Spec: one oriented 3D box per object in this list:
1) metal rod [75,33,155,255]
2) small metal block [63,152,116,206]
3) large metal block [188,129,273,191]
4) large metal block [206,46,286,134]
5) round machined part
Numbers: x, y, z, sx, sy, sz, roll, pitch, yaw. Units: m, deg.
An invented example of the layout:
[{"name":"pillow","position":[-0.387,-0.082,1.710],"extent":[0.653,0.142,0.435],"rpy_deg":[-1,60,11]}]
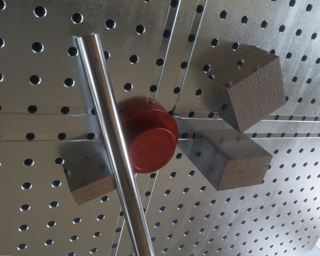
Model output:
[{"name":"metal rod","position":[-0.046,0.044,0.364],"extent":[0.025,0.025,0.298],"rpy_deg":[-18,111,-18]},{"name":"small metal block","position":[-0.088,0.062,0.385],"extent":[0.050,0.050,0.025],"rpy_deg":[-22,127,-15]},{"name":"large metal block","position":[0.102,0.043,0.458],"extent":[0.081,0.080,0.050],"rpy_deg":[-2,120,-28]},{"name":"large metal block","position":[0.120,-0.053,0.428],"extent":[0.080,0.050,0.080],"rpy_deg":[-33,129,-7]},{"name":"round machined part","position":[-0.019,0.020,0.402],"extent":[0.099,0.042,0.097],"rpy_deg":[-14,124,-21]}]
